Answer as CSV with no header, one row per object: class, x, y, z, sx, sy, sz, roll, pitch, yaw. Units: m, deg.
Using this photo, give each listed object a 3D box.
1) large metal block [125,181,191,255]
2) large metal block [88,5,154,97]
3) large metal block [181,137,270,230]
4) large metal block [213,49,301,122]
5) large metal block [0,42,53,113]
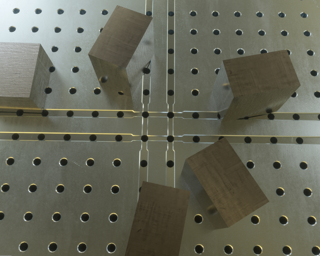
large metal block,-0.002,0.110,0.343,0.050,0.080,0.080,12,71,4
large metal block,-0.047,-0.101,0.419,0.050,0.080,0.080,22,72,8
large metal block,0.069,0.067,0.358,0.050,0.080,0.080,-29,73,-10
large metal block,0.119,-0.052,0.402,0.080,0.080,0.050,-11,71,-4
large metal block,-0.201,-0.068,0.422,0.080,0.050,0.080,2,70,1
